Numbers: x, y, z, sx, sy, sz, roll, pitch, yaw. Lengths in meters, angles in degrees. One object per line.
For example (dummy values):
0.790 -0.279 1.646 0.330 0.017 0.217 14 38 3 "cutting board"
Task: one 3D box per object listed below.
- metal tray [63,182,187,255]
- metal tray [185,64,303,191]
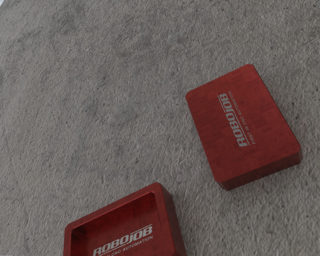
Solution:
-0.043 0.125 0.335 0.130 0.030 0.090 -27 41 11 "metal tray"
0.090 -0.005 0.356 0.090 0.030 0.130 -24 53 13 "metal tray"
